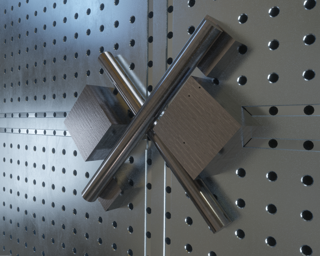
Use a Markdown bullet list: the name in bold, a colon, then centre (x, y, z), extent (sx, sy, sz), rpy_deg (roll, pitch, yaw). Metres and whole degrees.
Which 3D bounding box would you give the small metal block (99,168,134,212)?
- **small metal block**: centre (-0.073, 0.089, 0.470), extent (0.050, 0.025, 0.050), rpy_deg (52, 120, 27)

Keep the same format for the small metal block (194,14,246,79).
- **small metal block**: centre (0.061, -0.093, 0.360), extent (0.050, 0.025, 0.050), rpy_deg (-52, 60, 27)

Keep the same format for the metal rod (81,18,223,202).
- **metal rod**: centre (-0.024, -0.005, 0.396), extent (0.298, 0.025, 0.025), rpy_deg (-52, 60, 27)

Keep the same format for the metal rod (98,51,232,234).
- **metal rod**: centre (-0.007, 0.002, 0.414), extent (0.025, 0.025, 0.299), rpy_deg (-50, 61, 28)

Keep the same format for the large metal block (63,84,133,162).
- **large metal block**: centre (-0.092, -0.007, 0.469), extent (0.080, 0.050, 0.080), rpy_deg (-51, 61, 28)

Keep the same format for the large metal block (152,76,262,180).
- **large metal block**: centre (0.051, 0.000, 0.351), extent (0.080, 0.050, 0.080), rpy_deg (51, 120, 28)
